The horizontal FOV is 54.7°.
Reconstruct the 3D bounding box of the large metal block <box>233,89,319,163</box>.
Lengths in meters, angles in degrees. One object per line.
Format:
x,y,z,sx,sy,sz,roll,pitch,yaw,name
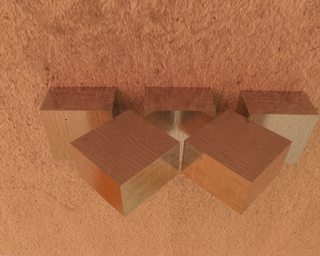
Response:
0.139,-0.001,0.394,0.081,0.050,0.079,1,130,-2,large metal block

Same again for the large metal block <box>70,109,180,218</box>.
-0.036,0.034,0.335,0.081,0.080,0.050,-34,141,-33,large metal block

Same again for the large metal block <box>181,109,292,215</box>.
0.081,0.033,0.339,0.080,0.081,0.050,33,138,32,large metal block

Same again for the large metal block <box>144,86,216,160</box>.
0.022,-0.005,0.389,0.081,0.050,0.079,1,130,-1,large metal block

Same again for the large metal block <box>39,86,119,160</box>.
-0.094,-0.005,0.387,0.081,0.050,0.079,0,130,-1,large metal block
